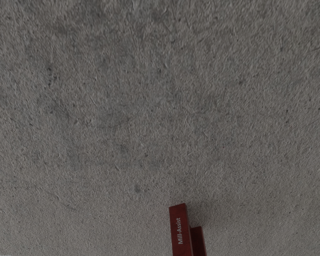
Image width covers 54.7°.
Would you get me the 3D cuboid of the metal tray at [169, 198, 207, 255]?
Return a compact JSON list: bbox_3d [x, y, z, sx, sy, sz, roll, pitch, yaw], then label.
[{"bbox_3d":[0.050,0.196,0.524,0.030,0.130,0.090,-22,126,13],"label":"metal tray"}]
